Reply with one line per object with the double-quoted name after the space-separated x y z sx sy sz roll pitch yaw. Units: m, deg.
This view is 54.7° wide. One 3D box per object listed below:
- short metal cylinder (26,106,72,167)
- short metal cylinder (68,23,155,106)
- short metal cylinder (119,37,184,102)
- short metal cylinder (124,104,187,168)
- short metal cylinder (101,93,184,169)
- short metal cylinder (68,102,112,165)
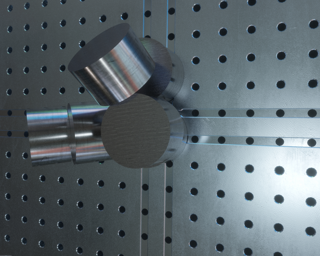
-0.155 0.011 0.431 0.050 0.080 0.080 -6 87 -22 "short metal cylinder"
-0.053 -0.070 0.341 0.080 0.080 0.050 -25 125 18 "short metal cylinder"
-0.014 -0.071 0.404 0.080 0.050 0.079 0 90 20 "short metal cylinder"
-0.010 0.009 0.402 0.080 0.050 0.080 0 90 20 "short metal cylinder"
-0.019 0.003 0.351 0.080 0.050 0.080 0 90 20 "short metal cylinder"
-0.091 0.005 0.408 0.050 0.080 0.080 -6 88 -22 "short metal cylinder"
